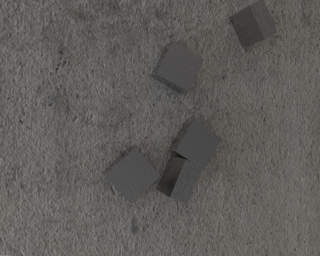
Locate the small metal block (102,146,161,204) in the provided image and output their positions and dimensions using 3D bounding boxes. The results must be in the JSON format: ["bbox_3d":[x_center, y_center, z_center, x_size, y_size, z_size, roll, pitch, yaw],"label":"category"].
[{"bbox_3d":[-0.037,0.059,0.395,0.050,0.025,0.050,-43,104,-15],"label":"small metal block"}]

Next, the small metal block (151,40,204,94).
[{"bbox_3d":[0.023,-0.081,0.417,0.050,0.025,0.050,28,81,-18],"label":"small metal block"}]

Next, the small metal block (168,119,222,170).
[{"bbox_3d":[0.048,0.023,0.427,0.050,0.025,0.050,34,79,-17],"label":"small metal block"}]

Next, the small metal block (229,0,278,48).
[{"bbox_3d":[0.133,-0.148,0.444,0.025,0.050,0.050,-31,100,-17],"label":"small metal block"}]

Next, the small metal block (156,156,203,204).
[{"bbox_3d":[0.024,0.066,0.405,0.025,0.050,0.050,26,81,-18],"label":"small metal block"}]
